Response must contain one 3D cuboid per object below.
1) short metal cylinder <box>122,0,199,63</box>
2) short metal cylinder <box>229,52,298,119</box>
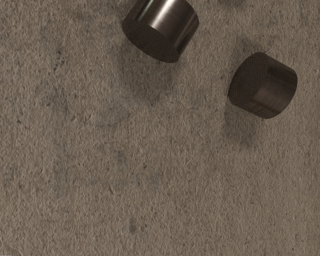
[{"bbox_3d":[0.001,-0.125,0.381,0.080,0.080,0.050,34,79,-17],"label":"short metal cylinder"},{"bbox_3d":[0.142,-0.059,0.434,0.050,0.080,0.080,22,83,-19],"label":"short metal cylinder"}]
